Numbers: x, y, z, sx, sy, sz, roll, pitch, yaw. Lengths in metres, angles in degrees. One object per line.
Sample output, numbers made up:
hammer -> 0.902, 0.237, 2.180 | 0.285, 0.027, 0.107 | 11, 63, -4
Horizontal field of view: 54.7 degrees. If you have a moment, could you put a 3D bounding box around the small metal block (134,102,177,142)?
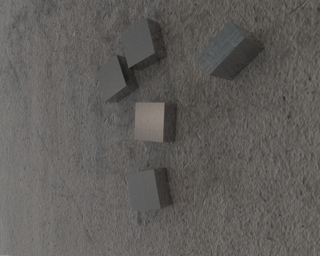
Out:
small metal block -> -0.006, -0.008, 0.410 | 0.050, 0.025, 0.050 | 4, 93, 40

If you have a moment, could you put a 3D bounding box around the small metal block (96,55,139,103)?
small metal block -> -0.063, -0.071, 0.457 | 0.050, 0.025, 0.050 | -29, 72, 36

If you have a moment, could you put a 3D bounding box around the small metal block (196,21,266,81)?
small metal block -> 0.075, -0.079, 0.327 | 0.050, 0.050, 0.025 | -47, 62, 30

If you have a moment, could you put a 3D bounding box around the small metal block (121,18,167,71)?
small metal block -> -0.022, -0.113, 0.423 | 0.050, 0.025, 0.050 | -21, 77, 38

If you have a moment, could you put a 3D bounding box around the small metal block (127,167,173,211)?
small metal block -> -0.014, 0.083, 0.417 | 0.050, 0.025, 0.050 | -17, 79, 38
